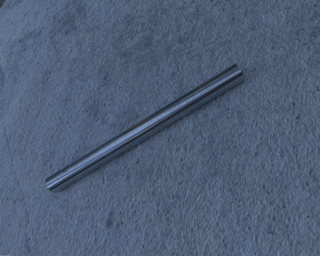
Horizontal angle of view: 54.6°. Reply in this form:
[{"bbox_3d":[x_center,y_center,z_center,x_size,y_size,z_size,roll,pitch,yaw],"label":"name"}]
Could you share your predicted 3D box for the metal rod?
[{"bbox_3d":[-0.025,0.004,0.417,0.300,0.025,0.025,-31,52,8],"label":"metal rod"}]
